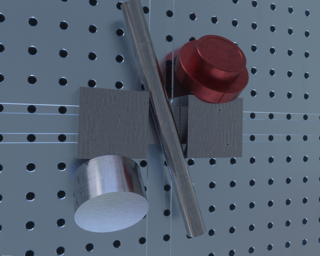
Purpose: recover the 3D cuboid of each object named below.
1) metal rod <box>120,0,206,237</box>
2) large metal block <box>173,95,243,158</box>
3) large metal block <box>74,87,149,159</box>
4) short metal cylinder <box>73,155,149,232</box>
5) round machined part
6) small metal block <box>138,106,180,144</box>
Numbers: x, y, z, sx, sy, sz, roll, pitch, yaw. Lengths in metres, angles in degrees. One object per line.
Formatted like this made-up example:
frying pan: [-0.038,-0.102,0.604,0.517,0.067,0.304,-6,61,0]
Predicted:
metal rod: [0.006,-0.007,0.387,0.025,0.025,0.298,-18,96,-19]
large metal block: [0.064,-0.001,0.424,0.081,0.050,0.080,1,90,-20]
large metal block: [-0.060,-0.005,0.378,0.081,0.050,0.080,2,89,-20]
short metal cylinder: [-0.057,0.076,0.356,0.081,0.050,0.080,-10,135,-9]
round machined part: [0.072,-0.083,0.404,0.099,0.042,0.098,10,52,-13]
small metal block: [-0.002,-0.004,0.412,0.050,0.025,0.050,1,90,-20]
